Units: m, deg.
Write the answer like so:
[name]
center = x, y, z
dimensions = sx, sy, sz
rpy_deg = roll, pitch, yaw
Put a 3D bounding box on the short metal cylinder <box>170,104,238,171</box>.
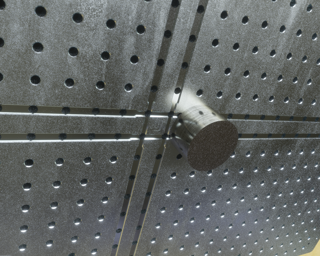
[short metal cylinder]
center = 0.062, 0.014, 0.436
dimensions = 0.081, 0.050, 0.080
rpy_deg = -14, 124, -21
